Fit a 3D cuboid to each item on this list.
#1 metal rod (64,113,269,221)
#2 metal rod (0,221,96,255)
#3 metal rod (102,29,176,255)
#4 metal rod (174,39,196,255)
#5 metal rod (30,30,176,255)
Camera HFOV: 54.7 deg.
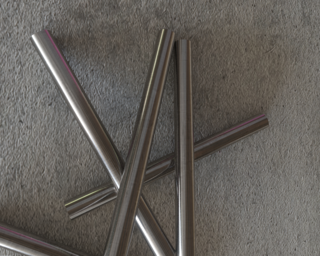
[{"bbox_3d":[0.022,0.044,0.417,0.302,0.025,0.025,-23,98,-19],"label":"metal rod"},{"bbox_3d":[-0.082,0.170,0.379,0.301,0.025,0.025,29,81,-18],"label":"metal rod"},{"bbox_3d":[-0.021,0.013,0.361,0.025,0.025,0.299,20,69,-19],"label":"metal rod"},{"bbox_3d":[0.031,0.032,0.394,0.025,0.025,0.299,4,79,-20],"label":"metal rod"},{"bbox_3d":[-0.065,0.023,0.364,0.025,0.025,0.299,-30,93,-18],"label":"metal rod"}]
